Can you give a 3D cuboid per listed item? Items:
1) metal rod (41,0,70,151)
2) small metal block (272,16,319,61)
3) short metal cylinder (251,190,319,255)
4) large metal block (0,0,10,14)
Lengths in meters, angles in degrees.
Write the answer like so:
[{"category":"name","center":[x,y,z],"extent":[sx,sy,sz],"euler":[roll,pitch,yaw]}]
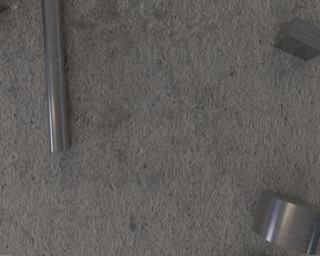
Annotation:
[{"category":"metal rod","center":[-0.140,-0.119,0.408],"extent":[0.025,0.025,0.298],"euler":[-3,90,0]},{"category":"small metal block","center":[0.182,-0.113,0.399],"extent":[0.050,0.050,0.025],"euler":[26,90,0]},{"category":"short metal cylinder","center":[0.161,0.114,0.384],"extent":[0.080,0.080,0.050],"euler":[15,90,0]},{"category":"large metal block","center":[-0.259,-0.175,0.395],"extent":[0.080,0.050,0.080],"euler":[-33,90,0]}]
